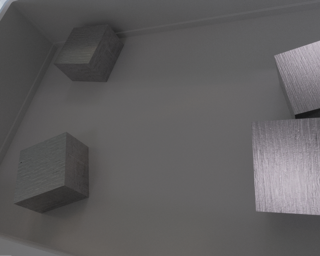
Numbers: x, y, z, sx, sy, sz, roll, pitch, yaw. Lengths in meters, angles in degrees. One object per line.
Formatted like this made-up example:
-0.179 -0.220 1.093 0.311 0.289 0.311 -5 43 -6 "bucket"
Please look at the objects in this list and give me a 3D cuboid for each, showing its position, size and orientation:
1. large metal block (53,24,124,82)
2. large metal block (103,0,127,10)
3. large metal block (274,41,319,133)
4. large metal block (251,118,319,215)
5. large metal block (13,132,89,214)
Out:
-0.121 -0.127 0.531 0.080 0.050 0.080 7 65 31 "large metal block"
-0.089 -0.296 0.621 0.080 0.050 0.080 -43 51 -2 "large metal block"
0.174 -0.045 0.326 0.080 0.050 0.080 -16 55 19 "large metal block"
0.131 0.033 0.281 0.080 0.050 0.080 -4 87 26 "large metal block"
-0.147 0.063 0.429 0.080 0.050 0.080 -21 54 15 "large metal block"
